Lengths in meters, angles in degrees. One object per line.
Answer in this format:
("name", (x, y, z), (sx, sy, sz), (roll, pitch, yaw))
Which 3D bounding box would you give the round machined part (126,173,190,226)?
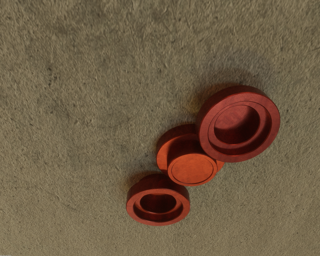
("round machined part", (-0.003, 0.110, 0.489), (0.099, 0.042, 0.097), (0, 130, 0))

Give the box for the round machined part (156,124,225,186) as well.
("round machined part", (0.044, 0.045, 0.434), (0.099, 0.042, 0.097), (0, 130, 0))

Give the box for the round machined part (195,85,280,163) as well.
("round machined part", (0.092, -0.008, 0.382), (0.099, 0.042, 0.097), (-4, 122, -6))
